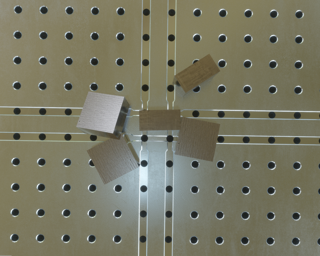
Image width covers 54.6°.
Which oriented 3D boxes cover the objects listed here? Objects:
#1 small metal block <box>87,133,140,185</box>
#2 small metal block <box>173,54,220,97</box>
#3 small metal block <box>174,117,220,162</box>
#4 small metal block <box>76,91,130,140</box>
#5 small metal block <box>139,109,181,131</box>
[{"bbox_3d":[-0.061,0.040,0.413,0.050,0.025,0.050,-27,90,0],"label":"small metal block"},{"bbox_3d":[0.045,-0.067,0.401,0.050,0.050,0.025,-32,90,0],"label":"small metal block"},{"bbox_3d":[0.049,0.014,0.414,0.050,0.025,0.050,11,90,0],"label":"small metal block"},{"bbox_3d":[-0.072,-0.016,0.400,0.050,0.025,0.050,10,71,14],"label":"small metal block"},{"bbox_3d":[0.000,-0.010,0.401,0.050,0.050,0.025,-1,90,0],"label":"small metal block"}]
